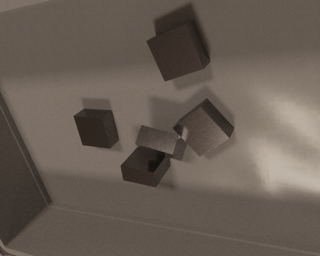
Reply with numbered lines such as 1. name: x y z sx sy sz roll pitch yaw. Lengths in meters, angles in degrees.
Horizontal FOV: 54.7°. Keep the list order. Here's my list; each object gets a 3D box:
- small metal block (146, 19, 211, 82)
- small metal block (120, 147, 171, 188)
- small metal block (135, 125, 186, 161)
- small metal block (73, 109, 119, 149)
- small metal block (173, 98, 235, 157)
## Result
1. small metal block: 0.021 -0.085 0.344 0.050 0.025 0.050 -13 112 33
2. small metal block: -0.019 0.053 0.434 0.050 0.050 0.025 8 122 24
3. small metal block: 0.003 0.020 0.400 0.050 0.050 0.025 14 80 20
4. small metal block: -0.093 0.000 0.456 0.050 0.025 0.050 5 121 25
5. small metal block: 0.053 0.000 0.380 0.050 0.025 0.050 47 129 -5
